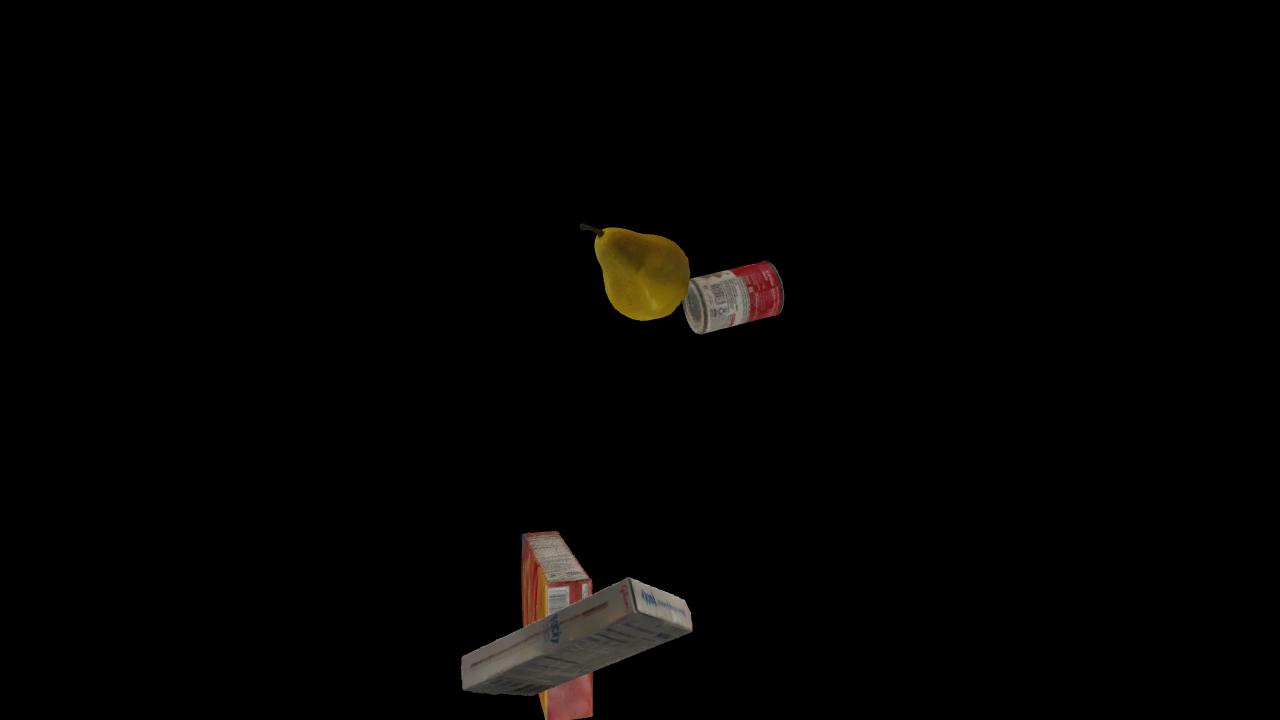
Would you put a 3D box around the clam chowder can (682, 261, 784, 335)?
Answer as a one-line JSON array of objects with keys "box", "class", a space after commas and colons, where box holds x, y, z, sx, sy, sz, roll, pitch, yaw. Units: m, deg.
[{"box": [0.108, -0.073, 0.723, 0.102, 0.068, 0.068, -15, 4, -14], "class": "clam chowder can"}]

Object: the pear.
[{"box": [-0.005, -0.087, 0.531, 0.080, 0.080, 0.111, 0, -35, 33], "class": "pear"}]

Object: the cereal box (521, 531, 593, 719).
[{"box": [-0.145, 0.420, 1.020, 0.081, 0.203, 0.306, 0, -1, -18], "class": "cereal box"}]

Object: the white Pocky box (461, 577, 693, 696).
[{"box": [-0.046, 0.209, 0.453, 0.154, 0.028, 0.084, -30, -41, 17], "class": "white Pocky box"}]
